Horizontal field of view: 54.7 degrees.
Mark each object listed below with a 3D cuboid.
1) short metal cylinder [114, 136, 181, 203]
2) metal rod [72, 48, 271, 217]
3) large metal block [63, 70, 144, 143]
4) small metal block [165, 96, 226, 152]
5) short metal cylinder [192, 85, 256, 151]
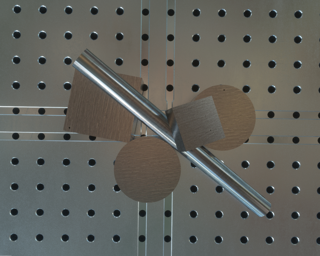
[{"bbox_3d":[-0.015,0.050,0.397,0.081,0.050,0.079,0,90,0],"label":"short metal cylinder"},{"bbox_3d":[0.025,0.015,0.375,0.301,0.025,0.025,39,90,-14],"label":"metal rod"},{"bbox_3d":[-0.068,-0.029,0.395,0.080,0.050,0.080,11,90,0],"label":"large metal block"},{"bbox_3d":[0.040,-0.004,0.353,0.050,0.025,0.050,-18,90,-18],"label":"small metal block"},{"bbox_3d":[0.075,-0.013,0.398,0.081,0.050,0.079,0,90,0],"label":"short metal cylinder"}]
